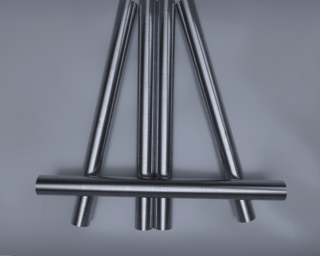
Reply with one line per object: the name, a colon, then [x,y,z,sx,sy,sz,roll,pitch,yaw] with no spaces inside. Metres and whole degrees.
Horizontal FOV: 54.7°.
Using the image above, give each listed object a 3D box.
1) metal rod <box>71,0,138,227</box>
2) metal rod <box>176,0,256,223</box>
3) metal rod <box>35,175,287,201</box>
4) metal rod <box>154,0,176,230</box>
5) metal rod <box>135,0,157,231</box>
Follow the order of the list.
metal rod: [-0.073,-0.020,0.410,0.025,0.025,0.298,12,90,0]
metal rod: [0.074,-0.023,0.411,0.025,0.025,0.298,-16,90,0]
metal rod: [0.002,0.074,0.384,0.302,0.025,0.025,1,90,0]
metal rod: [0.006,-0.018,0.410,0.025,0.025,0.298,1,90,0]
metal rod: [-0.018,-0.017,0.410,0.025,0.025,0.298,1,90,0]
